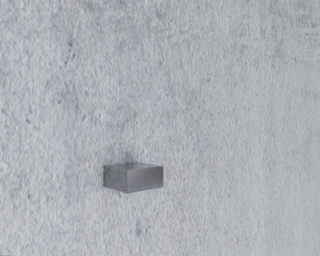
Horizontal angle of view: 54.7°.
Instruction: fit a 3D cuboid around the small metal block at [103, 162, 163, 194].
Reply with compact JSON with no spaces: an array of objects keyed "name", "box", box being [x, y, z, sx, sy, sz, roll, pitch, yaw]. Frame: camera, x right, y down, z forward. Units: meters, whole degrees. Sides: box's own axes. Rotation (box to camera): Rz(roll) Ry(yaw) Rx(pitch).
[{"name":"small metal block","box":[-0.032,0.057,0.364,0.050,0.050,0.025,-1,91,-40]}]
